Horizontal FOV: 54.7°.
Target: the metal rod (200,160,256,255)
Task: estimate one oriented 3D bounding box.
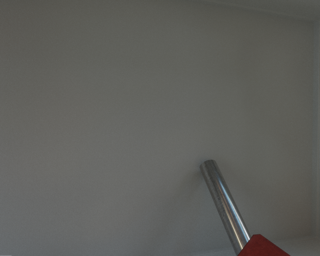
[{"bbox_3d":[0.105,0.159,0.342,0.025,0.300,0.025,-11,138,-10],"label":"metal rod"}]

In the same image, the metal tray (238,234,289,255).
[{"bbox_3d":[0.092,0.179,0.290,0.131,0.090,0.030,-42,144,-23],"label":"metal tray"}]
